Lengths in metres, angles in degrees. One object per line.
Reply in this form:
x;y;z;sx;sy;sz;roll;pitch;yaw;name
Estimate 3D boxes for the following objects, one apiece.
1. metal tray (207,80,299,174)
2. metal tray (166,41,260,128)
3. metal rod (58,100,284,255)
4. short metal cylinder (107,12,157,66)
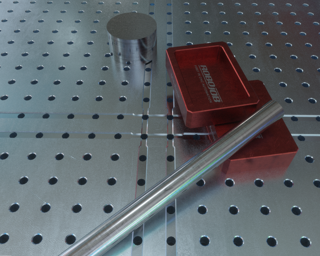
0.111;-0.007;0.411;0.091;0.030;0.130;-6;50;-6;metal tray
0.064;-0.063;0.417;0.091;0.030;0.130;-9;50;-7;metal tray
0.019;0.058;0.331;0.301;0.025;0.025;-34;58;-16;metal rod
-0.045;-0.149;0.516;0.081;0.050;0.080;0;50;0;short metal cylinder
